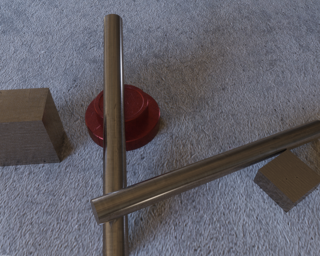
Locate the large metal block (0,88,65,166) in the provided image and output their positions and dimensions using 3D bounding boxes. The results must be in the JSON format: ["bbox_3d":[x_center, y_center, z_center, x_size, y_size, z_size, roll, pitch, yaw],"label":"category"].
[{"bbox_3d":[-0.165,0.001,0.365,0.081,0.080,0.050,-4,50,-4],"label":"large metal block"}]

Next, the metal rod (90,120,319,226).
[{"bbox_3d":[0.073,0.039,0.345,0.302,0.025,0.025,-16,52,-24],"label":"metal rod"}]

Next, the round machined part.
[{"bbox_3d":[-0.049,-0.020,0.409,0.099,0.042,0.098,0,50,0],"label":"round machined part"}]

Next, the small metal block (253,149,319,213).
[{"bbox_3d":[0.146,0.060,0.355,0.050,0.025,0.050,-28,56,-22],"label":"small metal block"}]

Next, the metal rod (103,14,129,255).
[{"bbox_3d":[-0.053,-0.009,0.357,0.025,0.025,0.299,-3,66,-3],"label":"metal rod"}]
